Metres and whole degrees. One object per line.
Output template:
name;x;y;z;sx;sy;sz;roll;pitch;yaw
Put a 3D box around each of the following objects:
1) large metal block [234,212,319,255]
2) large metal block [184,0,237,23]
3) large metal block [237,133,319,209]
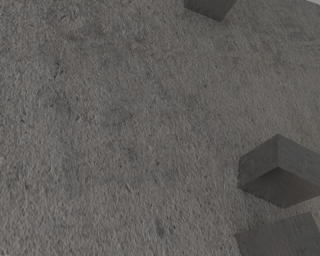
large metal block;0.142;0.149;0.354;0.050;0.080;0.080;-2;63;-29
large metal block;0.099;-0.257;0.579;0.081;0.080;0.050;15;56;-20
large metal block;0.164;0.061;0.419;0.080;0.080;0.050;25;53;-13
